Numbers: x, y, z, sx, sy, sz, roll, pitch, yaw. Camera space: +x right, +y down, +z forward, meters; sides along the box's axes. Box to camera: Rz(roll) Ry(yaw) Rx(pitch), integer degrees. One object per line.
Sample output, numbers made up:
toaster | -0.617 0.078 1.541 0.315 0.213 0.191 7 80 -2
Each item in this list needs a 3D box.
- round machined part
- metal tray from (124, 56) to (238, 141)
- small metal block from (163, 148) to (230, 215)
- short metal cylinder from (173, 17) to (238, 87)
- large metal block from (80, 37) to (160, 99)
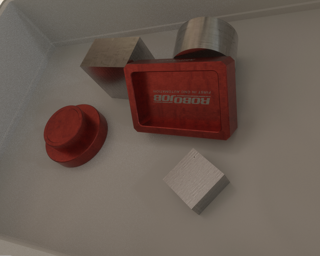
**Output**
round machined part | -0.131 0.005 0.458 0.098 0.042 0.098 -13 56 20
metal tray | 0.024 -0.037 0.374 0.130 0.089 0.030 5 24 30
small metal block | 0.040 0.059 0.347 0.050 0.025 0.050 -46 51 -4
short metal cylinder | 0.058 -0.094 0.397 0.080 0.080 0.050 -3 61 26
large metal block | -0.051 -0.083 0.446 0.080 0.080 0.050 8 66 32
